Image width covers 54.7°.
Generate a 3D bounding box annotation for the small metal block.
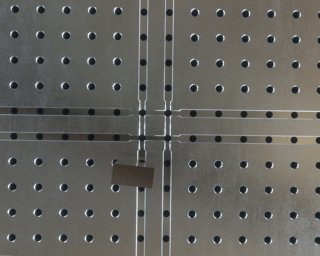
[{"bbox_3d":[-0.033,0.058,0.401,0.050,0.050,0.025,7,90,-1],"label":"small metal block"}]
